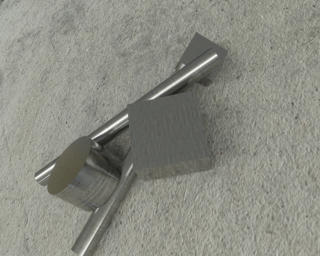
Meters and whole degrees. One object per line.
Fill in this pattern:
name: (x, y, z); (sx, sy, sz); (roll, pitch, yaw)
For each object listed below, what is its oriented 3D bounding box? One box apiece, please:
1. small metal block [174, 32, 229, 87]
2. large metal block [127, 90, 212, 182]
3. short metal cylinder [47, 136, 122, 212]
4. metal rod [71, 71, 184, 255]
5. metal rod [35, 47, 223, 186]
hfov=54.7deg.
small metal block: (0.055, -0.091, 0.416); (0.050, 0.025, 0.050); (30, 74, -3)
large metal block: (0.011, 0.011, 0.358); (0.080, 0.050, 0.080); (-11, 65, 7)
short metal cylinder: (-0.094, 0.057, 0.387); (0.080, 0.050, 0.080); (-33, 35, 27)
metal rod: (-0.022, 0.022, 0.403); (0.025, 0.025, 0.300); (19, 71, 35)
metal rod: (-0.051, -0.008, 0.414); (0.300, 0.025, 0.025); (-34, 51, 14)
